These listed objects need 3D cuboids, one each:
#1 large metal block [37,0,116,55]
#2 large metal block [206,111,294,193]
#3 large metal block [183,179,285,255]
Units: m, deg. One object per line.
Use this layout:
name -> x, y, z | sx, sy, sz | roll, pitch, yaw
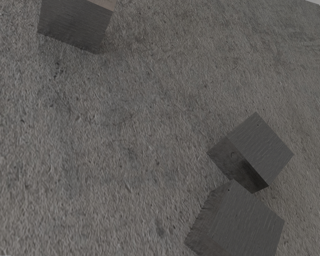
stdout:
large metal block -> -0.107, -0.154, 0.404 | 0.081, 0.080, 0.050 | 18, 55, -18
large metal block -> 0.126, 0.036, 0.433 | 0.081, 0.050, 0.080 | -34, 81, -38
large metal block -> 0.088, 0.121, 0.361 | 0.080, 0.050, 0.080 | 40, 51, -1
